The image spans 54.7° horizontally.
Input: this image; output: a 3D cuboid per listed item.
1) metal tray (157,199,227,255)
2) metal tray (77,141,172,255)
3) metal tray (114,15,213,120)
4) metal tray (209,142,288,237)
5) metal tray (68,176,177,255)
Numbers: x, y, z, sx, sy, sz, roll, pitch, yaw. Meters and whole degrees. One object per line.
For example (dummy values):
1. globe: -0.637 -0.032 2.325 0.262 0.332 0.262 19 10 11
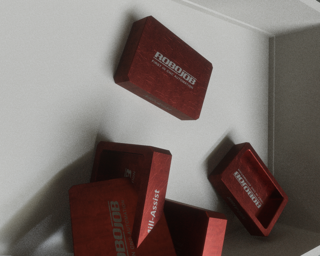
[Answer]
1. metal tray: 0.007 0.127 0.346 0.030 0.130 0.090 21 77 -39
2. metal tray: -0.040 0.082 0.330 0.030 0.090 0.129 18 78 -47
3. metal tray: 0.011 -0.074 0.414 0.131 0.030 0.090 27 73 -37
4. metal tray: 0.148 0.100 0.509 0.090 0.030 0.130 -43 101 -32
5. metal tray: -0.037 0.112 0.302 0.091 0.130 0.030 -7 140 -15
